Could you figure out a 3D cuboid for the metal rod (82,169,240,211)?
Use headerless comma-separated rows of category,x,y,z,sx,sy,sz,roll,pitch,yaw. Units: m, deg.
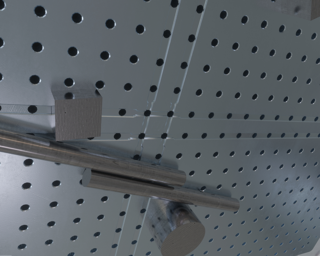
metal rod,0.022,0.103,0.486,0.302,0.025,0.025,19,108,-36

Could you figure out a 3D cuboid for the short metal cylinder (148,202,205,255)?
short metal cylinder,0.027,0.169,0.514,0.081,0.050,0.079,-14,124,-21

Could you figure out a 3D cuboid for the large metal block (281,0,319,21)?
large metal block,0.201,-0.192,0.386,0.080,0.050,0.080,-26,128,-12

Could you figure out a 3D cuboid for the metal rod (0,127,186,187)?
metal rod,-0.085,0.040,0.388,0.302,0.025,0.025,18,109,-35

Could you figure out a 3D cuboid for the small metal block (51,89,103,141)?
small metal block,-0.094,-0.015,0.350,0.050,0.025,0.050,-6,121,-26
